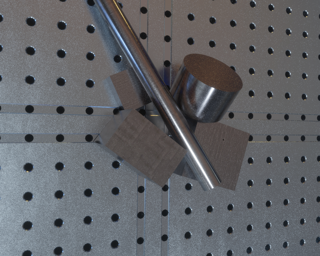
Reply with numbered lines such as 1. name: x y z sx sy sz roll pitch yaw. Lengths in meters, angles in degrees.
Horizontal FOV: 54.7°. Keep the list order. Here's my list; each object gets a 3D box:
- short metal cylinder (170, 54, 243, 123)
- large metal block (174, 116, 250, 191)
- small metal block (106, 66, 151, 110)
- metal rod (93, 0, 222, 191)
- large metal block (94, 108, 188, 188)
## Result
1. short metal cylinder: 0.058 -0.052 0.399 0.081 0.080 0.050 9 131 -20
2. large metal block: 0.066 0.034 0.424 0.081 0.050 0.080 19 84 -20
3. small metal block: -0.035 -0.051 0.401 0.050 0.025 0.050 -26 99 -19
4. metal rod: -0.011 -0.060 0.377 0.025 0.025 0.299 -30 89 -18
5. large metal block: -0.027 0.022 0.374 0.080 0.080 0.050 39 78 -16
